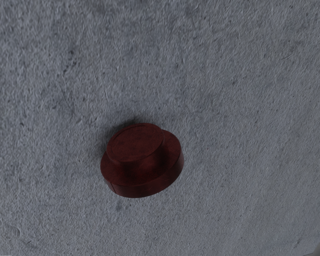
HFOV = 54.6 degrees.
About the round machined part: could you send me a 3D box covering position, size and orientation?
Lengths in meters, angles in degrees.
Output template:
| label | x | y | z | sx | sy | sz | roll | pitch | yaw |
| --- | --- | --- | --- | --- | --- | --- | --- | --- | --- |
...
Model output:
| label | x | y | z | sx | sy | sz | roll | pitch | yaw |
| --- | --- | --- | --- | --- | --- | --- | --- | --- | --- |
| round machined part | -0.024 | 0.031 | 0.365 | 0.099 | 0.098 | 0.042 | -26 | 127 | -12 |
